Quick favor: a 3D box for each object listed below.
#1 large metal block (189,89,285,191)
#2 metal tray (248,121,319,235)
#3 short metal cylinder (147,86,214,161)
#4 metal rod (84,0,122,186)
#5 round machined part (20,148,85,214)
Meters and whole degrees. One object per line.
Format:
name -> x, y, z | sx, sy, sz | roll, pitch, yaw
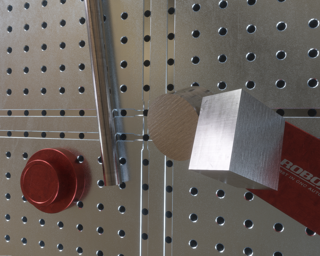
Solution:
large metal block -> 0.083, 0.016, 0.324 | 0.050, 0.080, 0.080 | -8, 64, 50
metal tray -> 0.170, 0.059, 0.350 | 0.130, 0.030, 0.090 | 32, 100, 17
short metal cylinder -> 0.031, -0.007, 0.372 | 0.080, 0.050, 0.079 | 16, 116, 37
metal rod -> -0.083, -0.069, 0.441 | 0.025, 0.025, 0.298 | -8, 87, 20
round machined part -> -0.167, 0.079, 0.462 | 0.098, 0.042, 0.097 | 0, 90, 20
